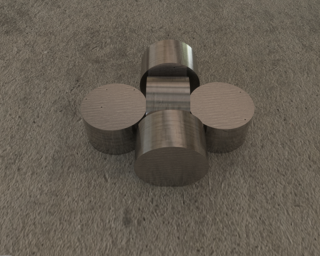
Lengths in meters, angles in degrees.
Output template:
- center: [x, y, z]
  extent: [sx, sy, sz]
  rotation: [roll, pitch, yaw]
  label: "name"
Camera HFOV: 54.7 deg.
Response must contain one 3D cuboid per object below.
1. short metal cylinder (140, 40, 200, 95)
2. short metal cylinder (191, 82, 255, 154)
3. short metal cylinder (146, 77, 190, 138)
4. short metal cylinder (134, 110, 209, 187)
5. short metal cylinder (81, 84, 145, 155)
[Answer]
- center: [0.013, -0.075, 0.433]
  extent: [0.081, 0.080, 0.050]
  rotation: [0, 50, 0]
  label: "short metal cylinder"
- center: [0.075, -0.014, 0.400]
  extent: [0.080, 0.050, 0.080]
  rotation: [0, 50, 0]
  label: "short metal cylinder"
- center: [0.010, -0.025, 0.390]
  extent: [0.050, 0.080, 0.080]
  rotation: [0, 50, 0]
  label: "short metal cylinder"
- center: [0.012, 0.025, 0.349]
  extent: [0.081, 0.080, 0.050]
  rotation: [0, 50, 0]
  label: "short metal cylinder"
- center: [-0.056, -0.012, 0.398]
  extent: [0.081, 0.050, 0.080]
  rotation: [1, 50, -1]
  label: "short metal cylinder"
